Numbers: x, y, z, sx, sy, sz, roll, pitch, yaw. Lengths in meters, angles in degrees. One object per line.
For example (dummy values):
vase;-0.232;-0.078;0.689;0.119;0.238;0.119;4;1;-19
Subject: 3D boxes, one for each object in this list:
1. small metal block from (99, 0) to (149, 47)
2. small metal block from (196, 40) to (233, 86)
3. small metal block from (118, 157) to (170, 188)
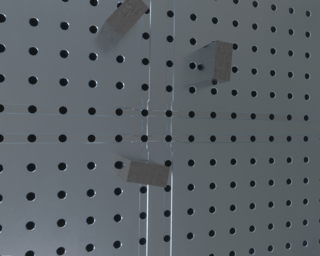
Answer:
small metal block;-0.046;-0.132;0.382;0.025;0.050;0.050;43;77;-15
small metal block;0.074;-0.087;0.426;0.025;0.050;0.050;6;88;-20
small metal block;-0.022;0.055;0.391;0.050;0.050;0.025;12;86;-20
